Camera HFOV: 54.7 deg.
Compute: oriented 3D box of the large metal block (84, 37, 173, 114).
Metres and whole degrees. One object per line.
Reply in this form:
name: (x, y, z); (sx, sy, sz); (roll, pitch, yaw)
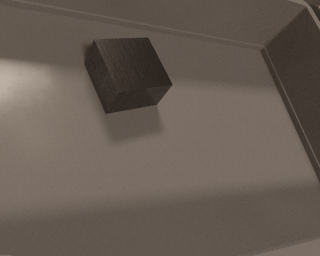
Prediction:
large metal block: (-0.043, -0.071, 0.411); (0.081, 0.050, 0.080); (-13, 69, -34)
